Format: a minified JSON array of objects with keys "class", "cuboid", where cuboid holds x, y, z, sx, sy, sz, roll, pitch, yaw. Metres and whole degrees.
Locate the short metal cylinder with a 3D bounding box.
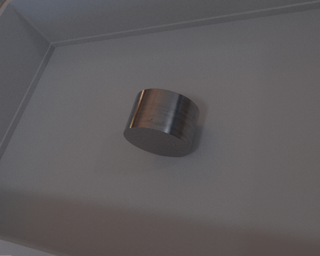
[{"class":"short metal cylinder","cuboid":[0.003,-0.004,0.370,0.080,0.080,0.050,3,63,29]}]
